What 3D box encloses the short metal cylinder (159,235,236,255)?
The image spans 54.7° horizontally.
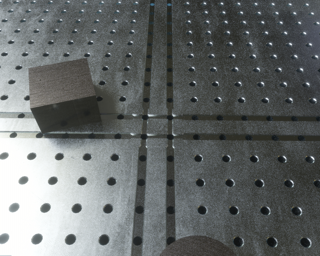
[{"bbox_3d":[0.033,0.143,0.271,0.080,0.050,0.080,0,50,0],"label":"short metal cylinder"}]

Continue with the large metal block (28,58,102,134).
[{"bbox_3d":[-0.132,-0.046,0.429,0.081,0.050,0.080,-13,51,-11],"label":"large metal block"}]
